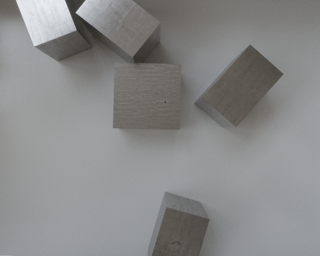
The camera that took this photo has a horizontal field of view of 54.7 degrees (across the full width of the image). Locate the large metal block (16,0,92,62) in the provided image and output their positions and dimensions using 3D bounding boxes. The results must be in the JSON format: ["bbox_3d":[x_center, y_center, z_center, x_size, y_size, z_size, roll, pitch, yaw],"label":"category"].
[{"bbox_3d":[-0.130,-0.136,0.382,0.050,0.080,0.080,-21,90,0],"label":"large metal block"}]

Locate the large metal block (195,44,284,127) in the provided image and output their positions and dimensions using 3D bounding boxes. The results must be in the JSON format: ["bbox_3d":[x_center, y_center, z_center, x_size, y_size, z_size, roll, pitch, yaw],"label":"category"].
[{"bbox_3d":[0.093,-0.047,0.385,0.050,0.080,0.080,42,90,-1],"label":"large metal block"}]

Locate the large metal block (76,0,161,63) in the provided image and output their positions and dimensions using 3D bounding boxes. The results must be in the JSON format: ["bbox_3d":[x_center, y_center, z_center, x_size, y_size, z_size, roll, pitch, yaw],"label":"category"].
[{"bbox_3d":[-0.047,-0.123,0.383,0.080,0.080,0.050,38,90,0],"label":"large metal block"}]

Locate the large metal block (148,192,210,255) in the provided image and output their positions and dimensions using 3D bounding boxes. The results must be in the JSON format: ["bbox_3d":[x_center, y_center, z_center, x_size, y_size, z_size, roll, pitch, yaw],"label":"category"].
[{"bbox_3d":[0.020,0.133,0.384,0.050,0.080,0.080,17,90,0],"label":"large metal block"}]

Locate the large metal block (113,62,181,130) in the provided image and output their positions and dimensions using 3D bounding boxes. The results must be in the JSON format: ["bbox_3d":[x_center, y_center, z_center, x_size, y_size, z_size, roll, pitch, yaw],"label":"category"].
[{"bbox_3d":[-0.016,-0.039,0.399,0.081,0.050,0.079,1,90,-1],"label":"large metal block"}]
